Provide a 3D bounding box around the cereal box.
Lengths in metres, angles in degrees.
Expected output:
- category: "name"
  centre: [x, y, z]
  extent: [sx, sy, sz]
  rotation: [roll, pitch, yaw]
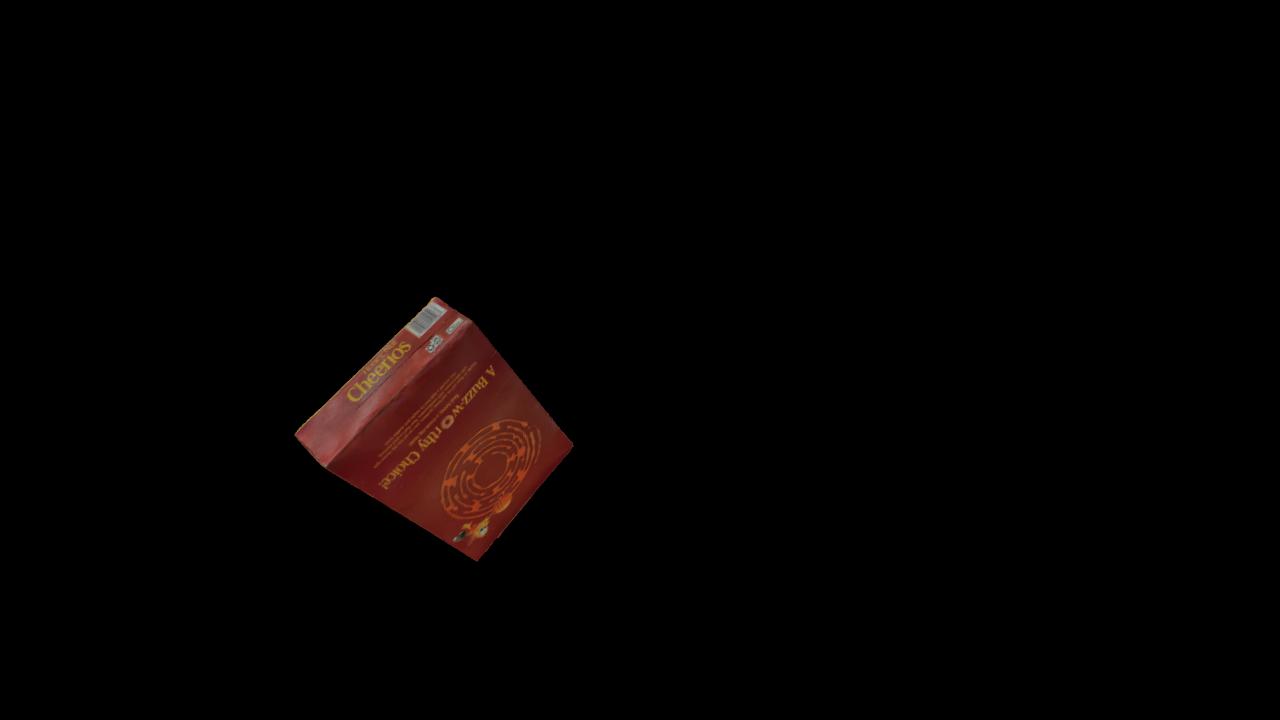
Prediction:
- category: "cereal box"
  centre: [-0.219, 0.098, 0.740]
  extent: [0.081, 0.203, 0.306]
  rotation: [29, -20, 32]
